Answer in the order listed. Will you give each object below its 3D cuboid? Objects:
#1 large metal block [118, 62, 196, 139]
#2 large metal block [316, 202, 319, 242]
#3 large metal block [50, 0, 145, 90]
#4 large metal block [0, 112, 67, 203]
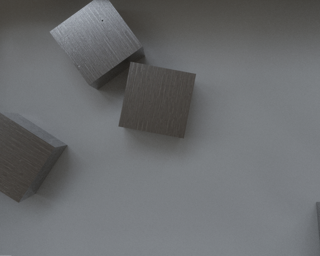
[{"bbox_3d":[-0.003,-0.034,0.399,0.080,0.050,0.080,11,90,0],"label":"large metal block"},{"bbox_3d":[0.229,0.139,0.379,0.050,0.080,0.080,-5,88,18],"label":"large metal block"},{"bbox_3d":[-0.077,-0.107,0.398,0.080,0.050,0.080,-36,90,0],"label":"large metal block"},{"bbox_3d":[-0.182,0.035,0.397,0.080,0.050,0.080,33,90,0],"label":"large metal block"}]
